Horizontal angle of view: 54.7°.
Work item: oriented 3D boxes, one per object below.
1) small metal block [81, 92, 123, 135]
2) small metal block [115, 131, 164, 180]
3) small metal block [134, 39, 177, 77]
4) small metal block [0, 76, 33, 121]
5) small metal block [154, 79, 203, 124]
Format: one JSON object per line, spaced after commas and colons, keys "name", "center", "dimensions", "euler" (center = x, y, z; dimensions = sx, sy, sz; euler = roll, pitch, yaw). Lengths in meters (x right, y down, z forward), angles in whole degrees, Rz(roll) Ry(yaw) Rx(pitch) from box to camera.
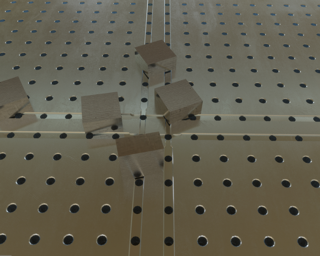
{"name": "small metal block", "center": [-0.079, -0.020, 0.424], "dimensions": [0.050, 0.025, 0.050], "euler": [-8, 51, -8]}
{"name": "small metal block", "center": [-0.023, 0.033, 0.363], "dimensions": [0.050, 0.050, 0.025], "euler": [-10, 51, -9]}
{"name": "small metal block", "center": [-0.008, -0.114, 0.503], "dimensions": [0.050, 0.025, 0.050], "euler": [-21, 53, -17]}
{"name": "small metal block", "center": [-0.216, -0.042, 0.440], "dimensions": [0.050, 0.025, 0.050], "euler": [-24, 54, -19]}
{"name": "small metal block", "center": [0.025, -0.039, 0.440], "dimensions": [0.050, 0.025, 0.050], "euler": [-19, 53, -16]}
